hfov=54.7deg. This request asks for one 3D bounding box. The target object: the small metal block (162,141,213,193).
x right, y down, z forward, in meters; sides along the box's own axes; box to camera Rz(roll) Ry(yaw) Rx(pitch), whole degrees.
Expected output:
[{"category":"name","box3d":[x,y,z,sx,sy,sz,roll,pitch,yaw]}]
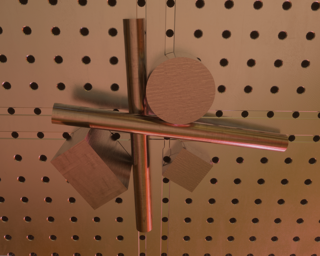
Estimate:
[{"category":"small metal block","box3d":[0.038,0.054,0.435,0.050,0.025,0.050,32,107,-12]}]

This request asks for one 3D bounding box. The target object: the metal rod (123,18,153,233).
[{"category":"metal rod","box3d":[-0.027,0.010,0.417,0.025,0.025,0.298,-2,110,0]}]

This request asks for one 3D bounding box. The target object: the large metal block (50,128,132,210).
[{"category":"large metal block","box3d":[-0.082,0.042,0.397,0.050,0.080,0.080,-33,107,11]}]

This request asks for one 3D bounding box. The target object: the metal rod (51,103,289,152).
[{"category":"metal rod","box3d":[0.022,0.001,0.394,0.302,0.025,0.025,7,110,-11]}]

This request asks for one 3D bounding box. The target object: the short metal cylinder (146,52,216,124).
[{"category":"short metal cylinder","box3d":[0.024,-0.050,0.382,0.081,0.050,0.079,0,110,-1]}]
